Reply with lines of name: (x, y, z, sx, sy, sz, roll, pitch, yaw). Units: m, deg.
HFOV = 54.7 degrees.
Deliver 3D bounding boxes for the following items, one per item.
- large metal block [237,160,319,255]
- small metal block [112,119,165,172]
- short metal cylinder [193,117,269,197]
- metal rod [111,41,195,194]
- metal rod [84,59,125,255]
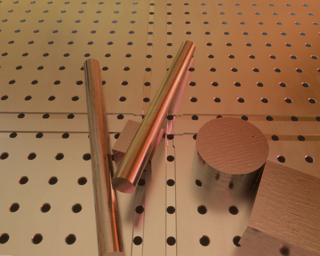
large metal block: (0.134, 0.090, 0.316, 0.080, 0.050, 0.080, 19, 53, 15)
small metal block: (-0.025, 0.021, 0.389, 0.050, 0.025, 0.050, 15, 52, 12)
short metal cylinder: (0.080, 0.033, 0.364, 0.081, 0.050, 0.080, 0, 50, 0)
metal rod: (0.005, -0.039, 0.415, 0.025, 0.025, 0.301, 13, 44, 10)
metal rod: (-0.078, 0.013, 0.395, 0.025, 0.025, 0.300, -9, 51, -8)
